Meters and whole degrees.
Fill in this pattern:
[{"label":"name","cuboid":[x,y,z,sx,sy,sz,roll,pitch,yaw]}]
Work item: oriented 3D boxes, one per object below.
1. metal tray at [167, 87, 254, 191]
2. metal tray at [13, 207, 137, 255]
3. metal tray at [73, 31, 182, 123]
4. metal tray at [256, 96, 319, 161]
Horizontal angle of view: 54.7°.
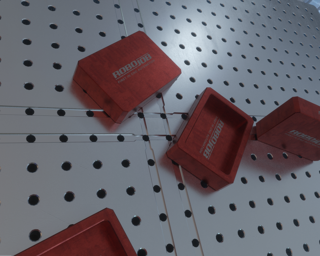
[{"label":"metal tray","cuboid":[0.076,0.011,0.440,0.090,0.030,0.130,36,51,-5]},{"label":"metal tray","cuboid":[-0.082,0.141,0.275,0.131,0.030,0.090,-21,73,-36]},{"label":"metal tray","cuboid":[-0.041,-0.076,0.430,0.090,0.030,0.131,46,51,3]},{"label":"metal tray","cuboid":[0.232,0.006,0.490,0.131,0.090,0.030,19,54,-18]}]
